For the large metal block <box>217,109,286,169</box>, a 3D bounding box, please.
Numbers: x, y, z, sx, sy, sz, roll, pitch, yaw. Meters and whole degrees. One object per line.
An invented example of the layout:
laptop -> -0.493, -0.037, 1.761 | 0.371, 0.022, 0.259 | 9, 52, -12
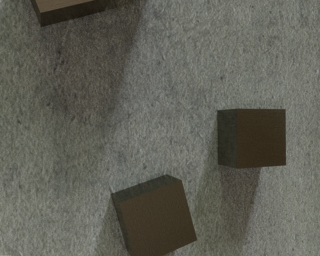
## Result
large metal block -> 0.131, 0.013, 0.446 | 0.081, 0.050, 0.079 | -1, 90, -20

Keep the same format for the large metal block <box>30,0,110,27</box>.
large metal block -> -0.112, -0.172, 0.355 | 0.081, 0.050, 0.080 | -22, 98, -19

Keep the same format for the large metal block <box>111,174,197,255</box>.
large metal block -> -0.008, 0.113, 0.394 | 0.081, 0.050, 0.080 | -17, 96, -20
